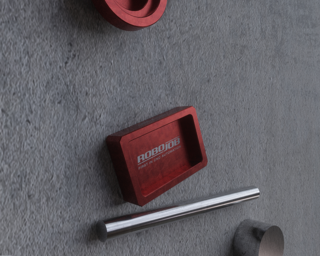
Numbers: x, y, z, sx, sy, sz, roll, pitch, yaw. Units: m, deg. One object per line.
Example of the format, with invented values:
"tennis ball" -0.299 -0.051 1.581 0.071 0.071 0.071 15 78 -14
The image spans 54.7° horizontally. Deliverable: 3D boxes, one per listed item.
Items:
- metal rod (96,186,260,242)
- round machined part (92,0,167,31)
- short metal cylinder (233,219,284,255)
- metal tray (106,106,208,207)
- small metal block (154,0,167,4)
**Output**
"metal rod" 0.049 0.115 0.448 0.302 0.025 0.025 -1 91 -40
"round machined part" -0.042 -0.162 0.360 0.099 0.042 0.097 0 90 -40
"short metal cylinder" 0.171 0.203 0.536 0.081 0.050 0.079 0 90 -40
"metal tray" 0.002 0.032 0.405 0.131 0.030 0.089 -25 106 -38
"small metal block" 0.010 -0.200 0.414 0.050 0.025 0.050 -35 112 -35
